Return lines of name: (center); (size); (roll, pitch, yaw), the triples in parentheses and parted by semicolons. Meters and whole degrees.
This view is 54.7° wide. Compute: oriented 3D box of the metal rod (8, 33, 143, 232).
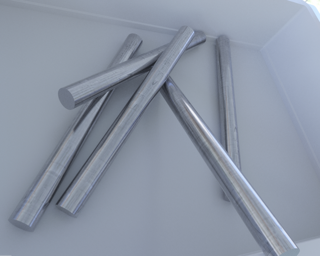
metal rod: (-0.082, -0.021, 0.375); (0.025, 0.025, 0.300); (30, 52, -10)

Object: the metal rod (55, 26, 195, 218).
metal rod: (-0.027, -0.029, 0.382); (0.025, 0.025, 0.301); (34, 60, -6)

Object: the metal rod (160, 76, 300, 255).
metal rod: (0.048, 0.010, 0.349); (0.025, 0.025, 0.300); (3, 36, -27)

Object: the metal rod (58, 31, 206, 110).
metal rod: (-0.015, -0.094, 0.434); (0.025, 0.025, 0.302); (48, 44, 5)

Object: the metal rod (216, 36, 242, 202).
metal rod: (0.106, -0.033, 0.484); (0.025, 0.025, 0.300); (17, 55, -19)
